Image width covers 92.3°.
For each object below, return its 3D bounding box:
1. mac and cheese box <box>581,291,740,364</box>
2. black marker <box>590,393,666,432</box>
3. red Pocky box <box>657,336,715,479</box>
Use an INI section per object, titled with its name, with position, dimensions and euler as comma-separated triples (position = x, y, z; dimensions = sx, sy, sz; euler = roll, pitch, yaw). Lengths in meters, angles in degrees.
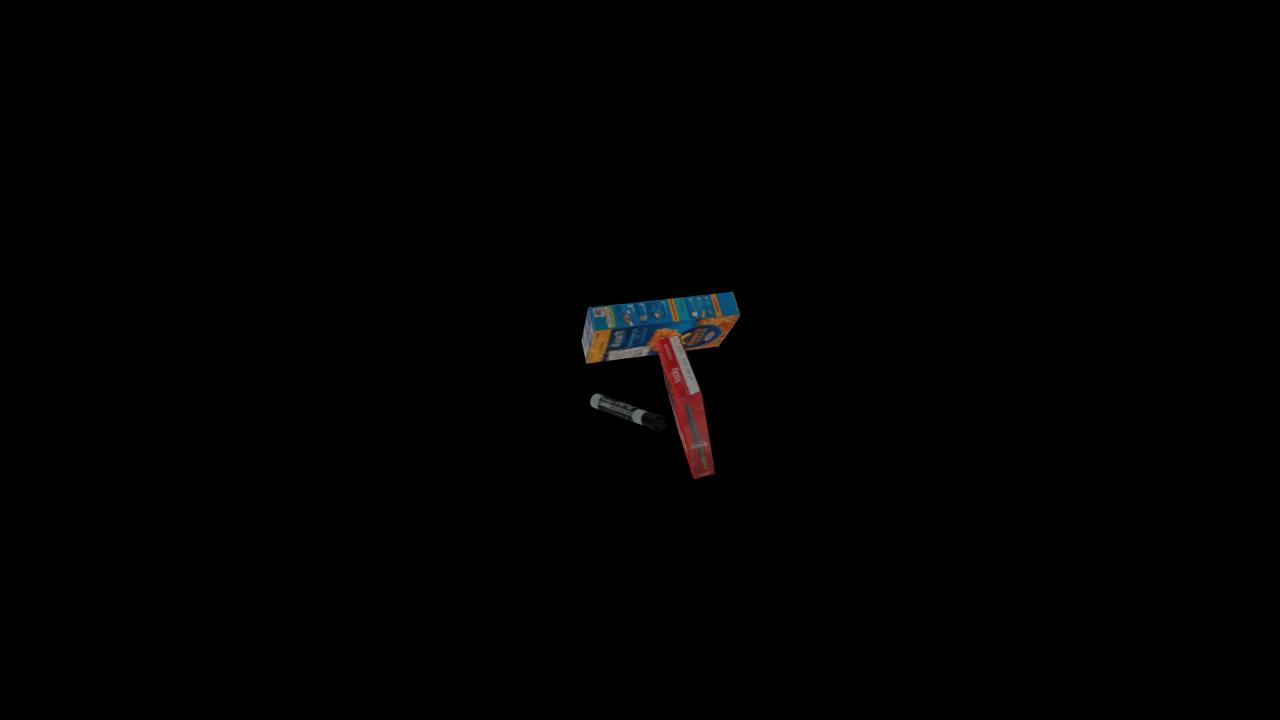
[mac and cheese box]
position = 0.023, -0.040, 0.768
dimensions = 0.184, 0.041, 0.093
euler = -7, -24, -14
[black marker]
position = -0.014, 0.061, 0.719
dimensions = 0.020, 0.020, 0.121
euler = 0, 10, -42
[red Pocky box]
position = 0.051, 0.055, 0.659
dimensions = 0.028, 0.083, 0.155
euler = -17, -42, -1
